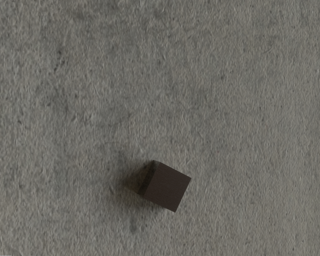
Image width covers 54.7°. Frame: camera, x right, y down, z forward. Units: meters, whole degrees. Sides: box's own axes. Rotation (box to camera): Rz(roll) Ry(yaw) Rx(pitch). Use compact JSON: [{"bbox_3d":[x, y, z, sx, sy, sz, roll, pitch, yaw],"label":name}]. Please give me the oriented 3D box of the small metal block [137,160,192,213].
[{"bbox_3d":[0.006,0.077,0.412,0.050,0.025,0.050,29,80,-18],"label":"small metal block"}]
